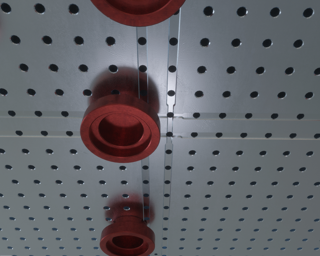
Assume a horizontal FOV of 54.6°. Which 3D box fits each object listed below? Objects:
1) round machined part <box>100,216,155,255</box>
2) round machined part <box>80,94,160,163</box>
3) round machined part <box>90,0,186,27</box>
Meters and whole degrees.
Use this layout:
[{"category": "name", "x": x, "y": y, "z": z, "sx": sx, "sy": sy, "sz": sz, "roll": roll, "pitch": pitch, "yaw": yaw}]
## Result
[{"category": "round machined part", "x": -0.058, "y": 0.198, "z": 0.568, "sx": 0.099, "sy": 0.042, "sz": 0.097, "roll": 0, "pitch": 130, "yaw": 0}, {"category": "round machined part", "x": -0.049, "y": -0.003, "z": 0.397, "sx": 0.099, "sy": 0.042, "sz": 0.097, "roll": 0, "pitch": 130, "yaw": 0}, {"category": "round machined part", "x": -0.020, "y": -0.145, "z": 0.276, "sx": 0.099, "sy": 0.042, "sz": 0.097, "roll": 0, "pitch": 130, "yaw": 0}]
